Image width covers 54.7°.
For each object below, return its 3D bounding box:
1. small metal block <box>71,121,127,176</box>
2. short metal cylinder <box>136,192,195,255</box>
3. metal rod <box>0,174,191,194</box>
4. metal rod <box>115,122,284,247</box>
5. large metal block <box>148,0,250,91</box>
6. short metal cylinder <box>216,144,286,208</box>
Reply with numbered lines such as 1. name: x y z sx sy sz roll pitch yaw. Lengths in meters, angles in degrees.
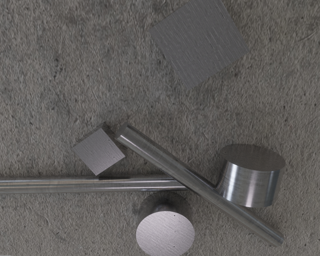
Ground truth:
1. small metal block: -0.081 0.028 0.419 0.050 0.025 0.050 -34 107 11
2. short metal cylinder: 0.007 0.139 0.448 0.081 0.050 0.079 0 110 0
3. metal rod: -0.103 0.079 0.437 0.302 0.025 0.025 -1 110 0
4. metal rod: 0.066 0.087 0.421 0.301 0.025 0.025 37 106 -21
5. large metal block: 0.043 -0.103 0.359 0.080 0.050 0.080 -32 107 11
6. short metal cylinder: 0.116 0.059 0.404 0.081 0.080 0.050 4 110 -2
